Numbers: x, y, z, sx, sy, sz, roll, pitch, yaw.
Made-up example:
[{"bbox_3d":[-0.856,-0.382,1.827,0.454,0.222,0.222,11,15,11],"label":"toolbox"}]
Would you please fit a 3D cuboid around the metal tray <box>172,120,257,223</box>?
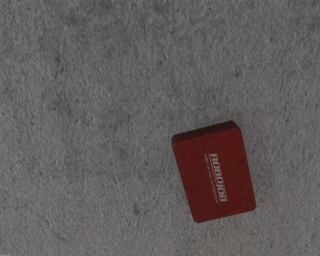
[{"bbox_3d":[0.076,0.063,0.431,0.090,0.030,0.129,-15,110,5],"label":"metal tray"}]
